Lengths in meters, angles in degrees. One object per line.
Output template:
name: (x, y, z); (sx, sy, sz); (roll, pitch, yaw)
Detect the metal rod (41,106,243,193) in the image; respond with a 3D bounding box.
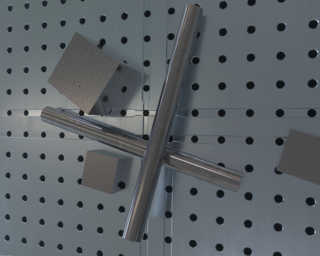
metal rod: (-0.038, 0.023, 0.425); (0.301, 0.025, 0.025); (18, 96, 19)

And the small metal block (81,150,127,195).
small metal block: (-0.080, 0.061, 0.441); (0.050, 0.025, 0.050); (12, 94, 19)

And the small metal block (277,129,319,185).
small metal block: (0.167, 0.032, 0.354); (0.050, 0.025, 0.050); (19, 96, 19)

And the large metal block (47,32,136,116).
large metal block: (-0.095, -0.073, 0.433); (0.080, 0.050, 0.080); (38, 102, 16)

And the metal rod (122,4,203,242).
metal rod: (0.005, -0.008, 0.389); (0.025, 0.025, 0.298); (14, 87, 19)
